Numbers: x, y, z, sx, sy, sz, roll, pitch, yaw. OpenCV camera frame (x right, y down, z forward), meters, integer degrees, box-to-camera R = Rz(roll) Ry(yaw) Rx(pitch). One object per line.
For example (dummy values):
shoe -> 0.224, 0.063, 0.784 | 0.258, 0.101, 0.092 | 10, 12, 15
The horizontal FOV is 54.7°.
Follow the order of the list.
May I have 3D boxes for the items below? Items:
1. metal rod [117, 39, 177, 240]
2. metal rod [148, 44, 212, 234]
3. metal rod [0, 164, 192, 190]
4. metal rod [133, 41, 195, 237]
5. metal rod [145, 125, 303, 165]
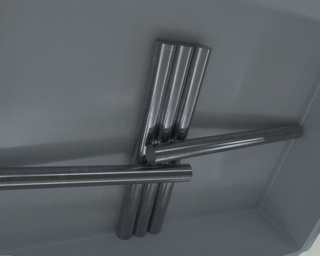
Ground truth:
metal rod -> -0.024, 0.033, 0.416 | 0.025, 0.025, 0.298 | -2, 119, -28
metal rod -> 0.020, 0.032, 0.440 | 0.025, 0.025, 0.298 | -2, 119, -28
metal rod -> -0.101, 0.058, 0.368 | 0.303, 0.025, 0.025 | 2, 118, -23
metal rod -> -0.002, 0.032, 0.427 | 0.025, 0.025, 0.298 | -2, 119, -28
metal rod -> 0.114, 0.019, 0.461 | 0.303, 0.025, 0.025 | -6, 121, -33
